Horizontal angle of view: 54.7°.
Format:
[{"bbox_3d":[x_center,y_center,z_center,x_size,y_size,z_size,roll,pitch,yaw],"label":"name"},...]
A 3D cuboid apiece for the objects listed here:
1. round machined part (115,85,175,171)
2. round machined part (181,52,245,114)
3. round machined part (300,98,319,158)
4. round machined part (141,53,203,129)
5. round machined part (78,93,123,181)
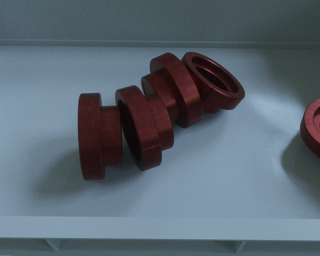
[{"bbox_3d":[-0.016,-0.003,0.360,0.042,0.097,0.098,-18,53,-15],"label":"round machined part"},{"bbox_3d":[0.064,-0.058,0.425,0.099,0.042,0.098,25,33,-17],"label":"round machined part"},{"bbox_3d":[0.227,0.008,0.385,0.099,0.042,0.098,-4,50,5],"label":"round machined part"},{"bbox_3d":[0.010,-0.042,0.394,0.042,0.098,0.098,-27,55,-12],"label":"round machined part"},{"bbox_3d":[-0.064,0.009,0.349,0.042,0.097,0.098,-3,50,-8],"label":"round machined part"}]
